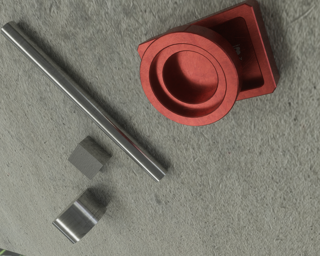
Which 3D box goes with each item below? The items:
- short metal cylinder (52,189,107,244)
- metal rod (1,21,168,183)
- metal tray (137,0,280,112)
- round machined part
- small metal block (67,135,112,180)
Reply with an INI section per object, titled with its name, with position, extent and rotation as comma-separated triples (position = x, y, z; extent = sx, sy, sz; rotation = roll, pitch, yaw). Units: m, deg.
[short metal cylinder]
position = -0.139, 0.152, 0.539
extent = 0.050, 0.080, 0.080
rotation = 46, 129, -4
[metal rod]
position = -0.104, -0.035, 0.439
extent = 0.300, 0.025, 0.025
rotation = 44, 129, -3
[metal tray]
position = 0.050, -0.070, 0.334
extent = 0.130, 0.030, 0.090
rotation = -11, 113, 33
[round machined part]
position = 0.033, -0.054, 0.308
extent = 0.098, 0.042, 0.097
rotation = 14, 128, 19
[small metal block]
position = -0.113, 0.048, 0.496
extent = 0.050, 0.025, 0.050
rotation = 42, 129, -1
